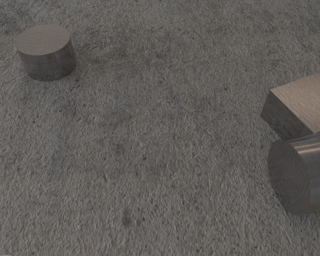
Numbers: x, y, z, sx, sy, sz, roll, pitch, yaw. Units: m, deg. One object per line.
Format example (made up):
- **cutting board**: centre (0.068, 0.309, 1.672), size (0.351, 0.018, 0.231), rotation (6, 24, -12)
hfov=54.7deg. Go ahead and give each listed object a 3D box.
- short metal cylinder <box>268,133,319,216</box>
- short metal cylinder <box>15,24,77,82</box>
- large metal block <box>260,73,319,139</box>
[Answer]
- **short metal cylinder**: centre (0.158, 0.048, 0.329), size (0.050, 0.080, 0.080), rotation (-9, 51, -8)
- **short metal cylinder**: centre (-0.176, -0.118, 0.485), size (0.081, 0.050, 0.080), rotation (0, 50, 0)
- **large metal block**: centre (0.194, -0.018, 0.404), size (0.081, 0.050, 0.080), rotation (-20, 53, -16)
